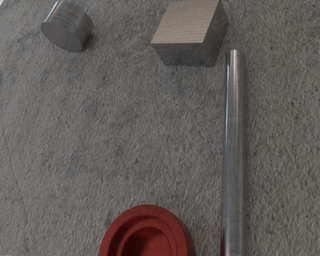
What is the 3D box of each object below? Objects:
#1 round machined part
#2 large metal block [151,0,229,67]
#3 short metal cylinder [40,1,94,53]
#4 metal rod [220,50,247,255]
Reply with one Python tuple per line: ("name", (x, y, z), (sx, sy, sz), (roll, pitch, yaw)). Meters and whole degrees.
("round machined part", (-0.010, 0.132, 0.317), (0.098, 0.042, 0.098), (-13, 56, 21))
("large metal block", (0.045, -0.137, 0.448), (0.080, 0.050, 0.080), (9, 66, 32))
("short metal cylinder", (-0.170, -0.185, 0.571), (0.080, 0.080, 0.050), (9, 66, 32))
("metal rod", (0.081, 0.036, 0.339), (0.025, 0.025, 0.300), (-6, 59, 25))
